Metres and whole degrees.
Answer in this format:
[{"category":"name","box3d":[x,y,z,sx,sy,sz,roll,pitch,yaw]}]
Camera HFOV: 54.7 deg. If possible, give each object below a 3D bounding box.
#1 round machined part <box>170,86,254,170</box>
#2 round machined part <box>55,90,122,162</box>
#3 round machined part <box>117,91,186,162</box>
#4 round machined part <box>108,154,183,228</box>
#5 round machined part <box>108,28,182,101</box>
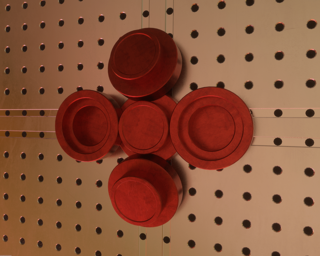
[{"category":"round machined part","box3d":[0.065,0.000,0.380,0.098,0.042,0.097,0,90,19]},{"category":"round machined part","box3d":[-0.093,-0.003,0.435,0.098,0.042,0.097,0,90,19]},{"category":"round machined part","box3d":[-0.015,-0.001,0.407,0.098,0.042,0.097,0,90,19]},{"category":"round machined part","box3d":[-0.024,0.085,0.399,0.098,0.042,0.097,5,106,18]},{"category":"round machined part","box3d":[-0.025,-0.086,0.399,0.098,0.042,0.098,-5,74,20]}]
